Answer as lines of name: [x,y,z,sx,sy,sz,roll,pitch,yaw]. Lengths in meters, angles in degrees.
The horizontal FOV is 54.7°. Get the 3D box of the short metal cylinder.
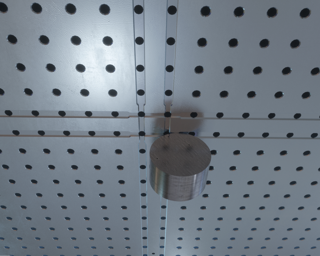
short metal cylinder: [0.026,0.052,0.420,0.081,0.080,0.050,1,130,-2]
